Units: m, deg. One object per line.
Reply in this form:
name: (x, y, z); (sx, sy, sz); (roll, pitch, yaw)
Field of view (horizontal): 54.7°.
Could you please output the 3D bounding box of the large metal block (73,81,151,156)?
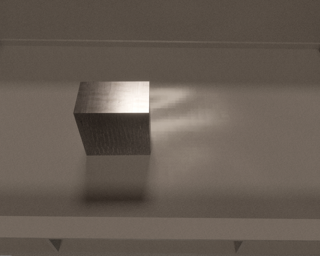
large metal block: (-0.053, -0.010, 0.377); (0.081, 0.080, 0.050); (0, 50, -1)
